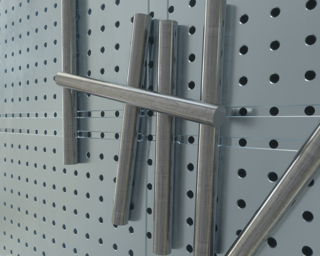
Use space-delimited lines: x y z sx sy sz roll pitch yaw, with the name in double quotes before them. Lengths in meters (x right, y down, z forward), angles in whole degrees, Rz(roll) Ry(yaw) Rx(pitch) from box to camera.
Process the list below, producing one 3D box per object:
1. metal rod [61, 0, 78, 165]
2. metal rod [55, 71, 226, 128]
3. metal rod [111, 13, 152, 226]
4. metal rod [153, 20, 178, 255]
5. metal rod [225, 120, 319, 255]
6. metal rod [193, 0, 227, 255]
"metal rod" -0.158 -0.086 0.541 0.025 0.025 0.298 -1 89 40
"metal rod" -0.050 -0.046 0.417 0.300 0.025 0.025 17 101 39
"metal rod" -0.042 -0.008 0.444 0.025 0.025 0.298 12 97 39
"metal rod" 0.007 0.013 0.404 0.025 0.025 0.298 3 92 40
"metal rod" 0.130 0.052 0.302 0.025 0.025 0.298 40 114 33
"metal rod" 0.058 0.003 0.362 0.025 0.025 0.298 4 93 40
